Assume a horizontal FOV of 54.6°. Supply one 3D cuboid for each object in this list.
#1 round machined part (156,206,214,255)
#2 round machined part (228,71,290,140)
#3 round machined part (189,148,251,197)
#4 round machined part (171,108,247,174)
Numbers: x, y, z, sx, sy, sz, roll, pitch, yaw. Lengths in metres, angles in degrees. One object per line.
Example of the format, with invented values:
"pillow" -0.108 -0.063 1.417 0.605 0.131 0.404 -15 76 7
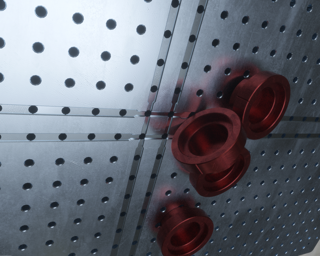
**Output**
"round machined part" 0.038 0.173 0.527 0.099 0.042 0.097 -14 124 -21
"round machined part" 0.138 -0.035 0.446 0.099 0.042 0.097 -19 125 -29
"round machined part" 0.086 0.056 0.476 0.099 0.042 0.097 -18 133 -21
"round machined part" 0.068 0.022 0.412 0.098 0.098 0.042 -38 125 -3
